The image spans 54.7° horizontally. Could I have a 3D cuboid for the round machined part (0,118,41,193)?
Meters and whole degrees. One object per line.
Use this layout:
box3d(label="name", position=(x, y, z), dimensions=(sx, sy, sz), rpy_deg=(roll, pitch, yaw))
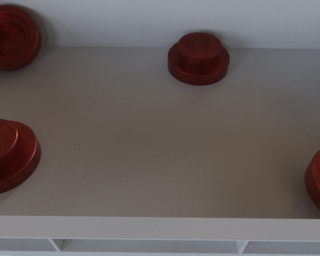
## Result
box3d(label="round machined part", position=(-0.199, 0.027, 0.370), dimensions=(0.099, 0.042, 0.098), rpy_deg=(0, 50, 0))

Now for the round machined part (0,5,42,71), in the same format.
box3d(label="round machined part", position=(-0.236, -0.137, 0.488), dimensions=(0.099, 0.042, 0.097), rpy_deg=(0, 85, -2))

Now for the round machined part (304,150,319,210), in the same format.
box3d(label="round machined part", position=(0.209, 0.068, 0.338), dimensions=(0.099, 0.042, 0.098), rpy_deg=(0, 50, 0))

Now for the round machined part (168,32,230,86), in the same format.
box3d(label="round machined part", position=(0.061, -0.115, 0.491), dimensions=(0.099, 0.042, 0.098), rpy_deg=(0, 50, 0))
